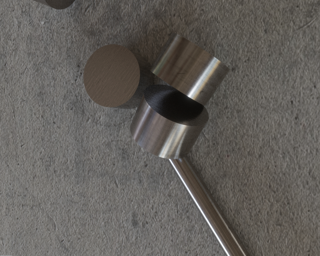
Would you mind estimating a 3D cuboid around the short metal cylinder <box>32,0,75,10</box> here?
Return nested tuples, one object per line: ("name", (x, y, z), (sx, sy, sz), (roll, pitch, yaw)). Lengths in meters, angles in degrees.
("short metal cylinder", (-0.156, -0.215, 0.435), (0.050, 0.080, 0.080), (25, 98, 18))

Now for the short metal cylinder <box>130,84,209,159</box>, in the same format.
("short metal cylinder", (0.011, -0.009, 0.369), (0.080, 0.080, 0.050), (36, 124, 16))

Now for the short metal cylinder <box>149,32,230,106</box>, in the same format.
("short metal cylinder", (0.035, -0.069, 0.368), (0.080, 0.080, 0.050), (36, 102, 16))

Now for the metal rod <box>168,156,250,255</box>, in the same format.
("metal rod", (0.098, 0.160, 0.374), (0.025, 0.025, 0.299), (-35, 79, 16))

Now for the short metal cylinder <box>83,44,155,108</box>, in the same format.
("short metal cylinder", (-0.054, -0.066, 0.415), (0.080, 0.050, 0.080), (0, 90, 20))
